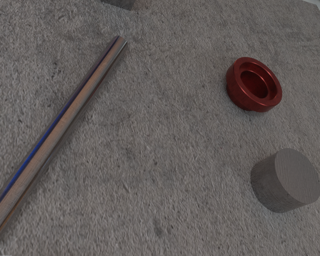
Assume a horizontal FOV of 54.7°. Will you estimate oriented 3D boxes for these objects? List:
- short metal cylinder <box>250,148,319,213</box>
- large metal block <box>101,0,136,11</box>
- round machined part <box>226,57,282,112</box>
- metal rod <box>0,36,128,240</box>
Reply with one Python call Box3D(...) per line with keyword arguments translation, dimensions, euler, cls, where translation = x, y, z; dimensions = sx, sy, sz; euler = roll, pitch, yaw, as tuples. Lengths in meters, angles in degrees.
Box3D(translation=(0.178, 0.075, 0.440), dimensions=(0.081, 0.050, 0.080), euler=(14, 56, -21), cls="short metal cylinder")
Box3D(translation=(-0.057, -0.251, 0.492), dimensions=(0.050, 0.080, 0.080), euler=(10, 57, -23), cls="large metal block")
Box3D(translation=(0.151, -0.067, 0.518), dimensions=(0.099, 0.042, 0.098), euler=(14, 56, -21), cls="round machined part")
Box3D(translation=(-0.105, -0.013, 0.356), dimensions=(0.025, 0.025, 0.300), euler=(31, 52, -9), cls="metal rod")
